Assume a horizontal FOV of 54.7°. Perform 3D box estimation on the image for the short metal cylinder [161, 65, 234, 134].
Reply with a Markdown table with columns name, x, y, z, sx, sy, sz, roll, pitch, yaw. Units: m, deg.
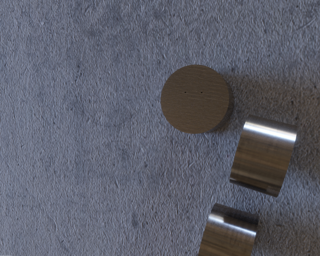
| name | x | y | z | sx | sy | sz | roll | pitch | yaw |
| --- | --- | --- | --- | --- | --- | --- | --- | --- | --- |
| short metal cylinder | 0.047 | -0.033 | 0.379 | 0.080 | 0.050 | 0.080 | 0 | 90 | 20 |

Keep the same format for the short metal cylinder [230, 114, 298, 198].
| name | x | y | z | sx | sy | sz | roll | pitch | yaw |
| --- | --- | --- | --- | --- | --- | --- | --- | --- | --- |
| short metal cylinder | 0.113 | 0.030 | 0.340 | 0.050 | 0.080 | 0.080 | 16 | 96 | 19 |

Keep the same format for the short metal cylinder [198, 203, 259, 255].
| name | x | y | z | sx | sy | sz | roll | pitch | yaw |
| --- | --- | --- | --- | --- | --- | --- | --- | --- | --- |
| short metal cylinder | 0.078 | 0.132 | 0.352 | 0.050 | 0.080 | 0.080 | 14 | 95 | 19 |
